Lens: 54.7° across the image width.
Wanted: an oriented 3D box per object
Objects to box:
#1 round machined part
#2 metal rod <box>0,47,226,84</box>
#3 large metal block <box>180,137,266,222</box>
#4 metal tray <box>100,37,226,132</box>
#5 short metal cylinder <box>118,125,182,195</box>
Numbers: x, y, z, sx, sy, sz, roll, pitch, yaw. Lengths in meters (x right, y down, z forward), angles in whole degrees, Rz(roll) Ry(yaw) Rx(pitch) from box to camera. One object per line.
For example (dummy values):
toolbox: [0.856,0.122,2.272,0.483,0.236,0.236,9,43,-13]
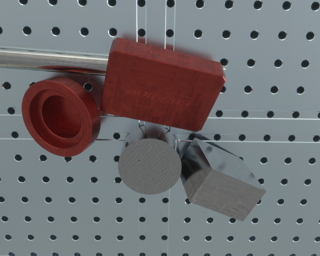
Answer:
round machined part: [-0.117,-0.017,0.386,0.098,0.042,0.097,8,115,18]
metal rod: [-0.071,-0.077,0.383,0.302,0.025,0.025,4,110,-2]
large metal block: [0.075,0.065,0.403,0.080,0.080,0.050,24,108,-19]
metal tray: [0.000,-0.048,0.371,0.131,0.030,0.089,12,133,-9]
short metal cylinder: [-0.013,0.041,0.415,0.081,0.050,0.079,0,110,0]
